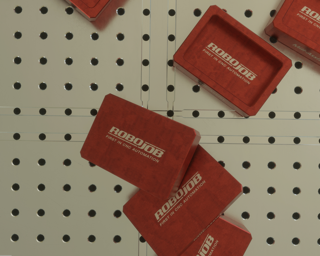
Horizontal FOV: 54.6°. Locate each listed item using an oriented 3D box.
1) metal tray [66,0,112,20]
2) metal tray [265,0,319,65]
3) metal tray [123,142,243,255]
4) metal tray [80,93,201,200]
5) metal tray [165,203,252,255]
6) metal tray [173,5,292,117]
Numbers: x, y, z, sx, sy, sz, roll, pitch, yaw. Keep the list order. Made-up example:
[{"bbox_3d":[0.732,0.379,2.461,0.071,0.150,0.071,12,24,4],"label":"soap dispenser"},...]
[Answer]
[{"bbox_3d":[-0.109,-0.213,0.391,0.130,0.030,0.090,39,90,-17],"label":"metal tray"},{"bbox_3d":[0.221,-0.138,0.412,0.130,0.030,0.090,30,90,0],"label":"metal tray"},{"bbox_3d":[0.028,0.091,0.393,0.130,0.030,0.090,-45,66,-1],"label":"metal tray"},{"bbox_3d":[-0.026,0.021,0.389,0.130,0.030,0.090,24,90,20],"label":"metal tray"},{"bbox_3d":[0.050,0.174,0.411,0.090,0.030,0.130,28,90,0],"label":"metal tray"},{"bbox_3d":[0.093,-0.086,0.411,0.130,0.030,0.090,36,90,0],"label":"metal tray"}]
